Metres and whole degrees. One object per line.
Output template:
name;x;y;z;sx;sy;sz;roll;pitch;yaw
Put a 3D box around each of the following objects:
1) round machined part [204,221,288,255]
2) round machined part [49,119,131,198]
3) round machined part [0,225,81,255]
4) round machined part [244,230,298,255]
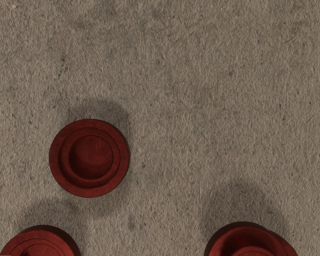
round machined part;0.103;0.164;0.361;0.099;0.042;0.097;0;90;-1
round machined part;-0.087;0.037;0.400;0.099;0.042;0.097;0;90;-1
round machined part;-0.151;0.173;0.400;0.099;0.042;0.097;0;90;-1
round machined part;0.127;0.179;0.403;0.099;0.042;0.097;0;90;-1
